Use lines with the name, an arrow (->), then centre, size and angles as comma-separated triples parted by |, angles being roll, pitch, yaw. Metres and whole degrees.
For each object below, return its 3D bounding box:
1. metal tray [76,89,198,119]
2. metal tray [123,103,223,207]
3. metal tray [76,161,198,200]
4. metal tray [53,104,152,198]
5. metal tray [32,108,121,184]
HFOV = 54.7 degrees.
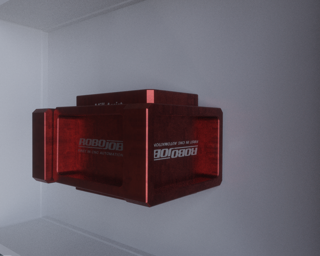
metal tray -> -0.030, -0.026, 0.385 | 0.130, 0.091, 0.030 | 1, 91, 40
metal tray -> 0.020, 0.022, 0.319 | 0.030, 0.131, 0.089 | 1, 91, 40
metal tray -> -0.030, 0.063, 0.386 | 0.130, 0.091, 0.030 | 1, 90, 40
metal tray -> -0.068, 0.021, 0.340 | 0.130, 0.030, 0.089 | 1, 90, 40
metal tray -> -0.104, 0.020, 0.423 | 0.030, 0.131, 0.089 | 1, 91, 40
